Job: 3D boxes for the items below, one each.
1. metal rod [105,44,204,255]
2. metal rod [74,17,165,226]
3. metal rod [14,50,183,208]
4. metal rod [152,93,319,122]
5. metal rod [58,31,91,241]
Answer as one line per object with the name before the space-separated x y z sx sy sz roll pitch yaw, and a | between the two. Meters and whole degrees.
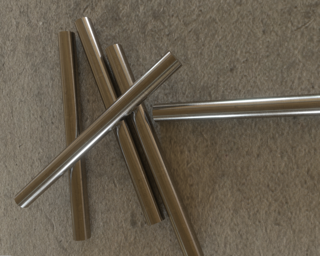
metal rod | -0.010 0.027 0.411 0.025 0.025 0.299 -24 82 18
metal rod | -0.058 -0.014 0.428 0.025 0.025 0.299 -23 83 18
metal rod | -0.090 0.010 0.411 0.299 0.025 0.025 -41 78 15
metal rod | 0.137 -0.025 0.360 0.301 0.025 0.025 -2 89 19
metal rod | -0.125 0.010 0.451 0.025 0.025 0.298 -5 88 19
